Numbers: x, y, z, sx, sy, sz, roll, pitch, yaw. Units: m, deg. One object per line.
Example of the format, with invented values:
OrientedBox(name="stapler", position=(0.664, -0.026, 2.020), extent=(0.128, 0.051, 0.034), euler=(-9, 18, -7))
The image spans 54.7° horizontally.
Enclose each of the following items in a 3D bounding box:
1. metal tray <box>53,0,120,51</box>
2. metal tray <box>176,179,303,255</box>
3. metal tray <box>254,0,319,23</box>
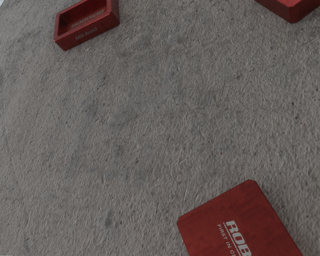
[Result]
OrientedBox(name="metal tray", position=(-0.144, -0.214, 0.607), extent=(0.130, 0.030, 0.090), euler=(-20, 54, 16))
OrientedBox(name="metal tray", position=(0.081, 0.124, 0.282), extent=(0.090, 0.030, 0.130), euler=(-31, 52, 8))
OrientedBox(name="metal tray", position=(0.203, -0.210, 0.422), extent=(0.130, 0.030, 0.090), euler=(-36, 51, 4))
